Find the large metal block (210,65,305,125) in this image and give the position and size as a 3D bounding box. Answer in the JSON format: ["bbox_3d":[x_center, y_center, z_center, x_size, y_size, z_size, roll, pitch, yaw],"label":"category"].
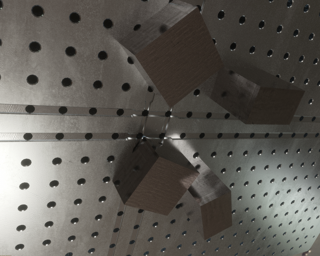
[{"bbox_3d":[0.129,-0.045,0.421,0.081,0.080,0.050,0,118,-29],"label":"large metal block"}]

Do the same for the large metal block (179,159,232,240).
[{"bbox_3d":[0.067,0.110,0.483,0.050,0.080,0.080,-22,127,-16],"label":"large metal block"}]

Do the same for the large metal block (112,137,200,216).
[{"bbox_3d":[-0.006,0.070,0.437,0.080,0.050,0.080,27,104,-38],"label":"large metal block"}]

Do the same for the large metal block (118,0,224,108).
[{"bbox_3d":[0.014,-0.084,0.352,0.080,0.050,0.080,-39,130,-3],"label":"large metal block"}]
